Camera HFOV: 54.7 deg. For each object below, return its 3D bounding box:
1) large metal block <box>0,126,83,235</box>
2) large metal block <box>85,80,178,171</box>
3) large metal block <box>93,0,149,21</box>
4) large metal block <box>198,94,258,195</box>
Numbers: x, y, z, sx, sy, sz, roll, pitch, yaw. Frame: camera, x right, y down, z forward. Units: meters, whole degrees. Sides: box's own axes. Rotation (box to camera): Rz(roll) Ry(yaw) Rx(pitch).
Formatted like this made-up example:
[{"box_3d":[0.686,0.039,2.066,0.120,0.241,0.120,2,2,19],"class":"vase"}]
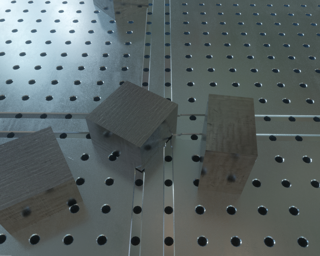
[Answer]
[{"box_3d":[-0.142,0.055,0.343,0.081,0.050,0.080,-23,54,-19],"class":"large metal block"},{"box_3d":[-0.033,-0.005,0.395,0.080,0.050,0.080,27,55,20],"class":"large metal block"},{"box_3d":[-0.080,-0.266,0.614,0.081,0.050,0.080,-32,57,-24],"class":"large metal block"},{"box_3d":[0.075,0.019,0.357,0.050,0.080,0.080,6,50,5],"class":"large metal block"}]
